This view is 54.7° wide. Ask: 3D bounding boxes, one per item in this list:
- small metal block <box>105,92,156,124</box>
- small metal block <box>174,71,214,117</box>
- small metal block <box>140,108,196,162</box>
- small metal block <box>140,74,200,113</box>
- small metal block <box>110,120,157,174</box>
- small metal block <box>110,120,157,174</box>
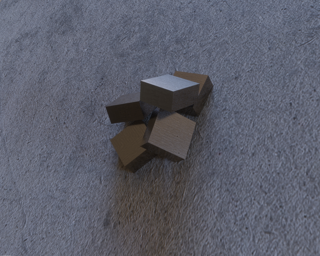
[{"bbox_3d":[-0.038,-0.030,0.426,0.050,0.025,0.050,-7,21,24],"label":"small metal block"},{"bbox_3d":[0.036,-0.046,0.414,0.050,0.025,0.050,15,69,33],"label":"small metal block"},{"bbox_3d":[0.010,0.008,0.375,0.025,0.050,0.050,-30,38,61],"label":"small metal block"},{"bbox_3d":[0.012,-0.044,0.375,0.050,0.025,0.050,24,31,36],"label":"small metal block"},{"bbox_3d":[-0.030,0.022,0.406,0.050,0.025,0.050,-38,51,2],"label":"small metal block"},{"bbox_3d":[-0.030,0.022,0.406,0.050,0.025,0.050,-38,51,2],"label":"small metal block"}]
